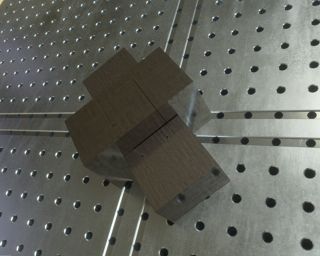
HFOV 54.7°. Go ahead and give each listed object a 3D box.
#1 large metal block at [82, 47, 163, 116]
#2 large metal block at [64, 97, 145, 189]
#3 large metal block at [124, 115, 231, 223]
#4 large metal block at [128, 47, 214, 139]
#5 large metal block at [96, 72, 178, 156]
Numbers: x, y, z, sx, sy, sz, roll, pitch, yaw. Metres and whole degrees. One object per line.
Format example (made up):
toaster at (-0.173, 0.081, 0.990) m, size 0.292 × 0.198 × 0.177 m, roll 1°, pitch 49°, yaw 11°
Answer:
large metal block at (-0.054, -0.058, 0.451) m, size 0.080 × 0.050 × 0.080 m, roll -39°, pitch 51°, yaw 2°
large metal block at (-0.065, 0.020, 0.394) m, size 0.050 × 0.080 × 0.080 m, roll -38°, pitch 51°, yaw 3°
large metal block at (0.018, 0.046, 0.353) m, size 0.080 × 0.050 × 0.080 m, roll -38°, pitch 51°, yaw 3°
large metal block at (0.014, -0.042, 0.390) m, size 0.050 × 0.080 × 0.080 m, roll -38°, pitch 51°, yaw 3°
large metal block at (-0.026, -0.011, 0.392) m, size 0.050 × 0.080 × 0.080 m, roll -38°, pitch 51°, yaw 3°
